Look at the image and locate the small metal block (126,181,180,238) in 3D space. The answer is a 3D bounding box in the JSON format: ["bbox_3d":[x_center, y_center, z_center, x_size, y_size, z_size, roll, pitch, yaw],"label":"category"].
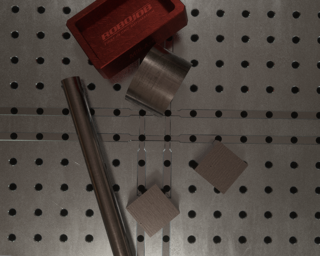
[{"bbox_3d":[-0.009,0.107,0.413,0.050,0.025,0.050,-40,91,0],"label":"small metal block"}]

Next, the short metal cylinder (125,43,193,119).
[{"bbox_3d":[-0.001,-0.057,0.386,0.050,0.080,0.080,30,90,-1],"label":"short metal cylinder"}]

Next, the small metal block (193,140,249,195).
[{"bbox_3d":[0.080,0.051,0.415,0.050,0.025,0.050,40,90,-1],"label":"small metal block"}]

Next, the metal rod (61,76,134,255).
[{"bbox_3d":[-0.076,0.078,0.412,0.025,0.025,0.298,-17,90,0],"label":"metal rod"}]

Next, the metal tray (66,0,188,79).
[{"bbox_3d":[-0.042,-0.134,0.395,0.130,0.030,0.090,-35,69,-1],"label":"metal tray"}]
